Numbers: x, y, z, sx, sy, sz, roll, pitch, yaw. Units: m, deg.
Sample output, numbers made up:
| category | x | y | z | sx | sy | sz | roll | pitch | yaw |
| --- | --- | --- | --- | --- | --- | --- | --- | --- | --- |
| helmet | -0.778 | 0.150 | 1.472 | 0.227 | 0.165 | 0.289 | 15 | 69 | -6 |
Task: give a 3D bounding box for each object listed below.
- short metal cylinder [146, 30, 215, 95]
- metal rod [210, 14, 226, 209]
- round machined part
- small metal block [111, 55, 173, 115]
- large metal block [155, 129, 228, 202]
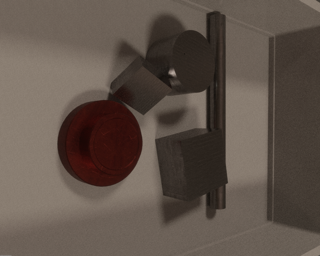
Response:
| category | x | y | z | sx | sy | sz | roll | pitch | yaw |
| --- | --- | --- | --- | --- | --- | --- | --- | --- | --- |
| short metal cylinder | 0.028 | -0.085 | 0.415 | 0.081 | 0.050 | 0.079 | 1 | 89 | -42 |
| metal rod | 0.090 | -0.025 | 0.484 | 0.025 | 0.025 | 0.298 | 0 | 90 | -40 |
| round machined part | -0.059 | 0.017 | 0.348 | 0.099 | 0.042 | 0.097 | 0 | 90 | -40 |
| small metal block | -0.022 | -0.050 | 0.371 | 0.050 | 0.050 | 0.025 | 34 | 27 | -35 |
| large metal block | 0.045 | 0.047 | 0.431 | 0.081 | 0.050 | 0.079 | -14 | 99 | -39 |
